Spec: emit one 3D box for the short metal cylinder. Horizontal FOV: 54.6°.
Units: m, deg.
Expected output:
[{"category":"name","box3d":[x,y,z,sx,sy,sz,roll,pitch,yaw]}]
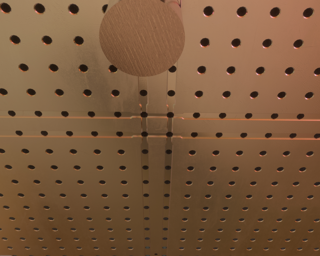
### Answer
[{"category":"short metal cylinder","box3d":[-0.017,-0.099,0.311,0.080,0.050,0.080,0,130,0]}]
